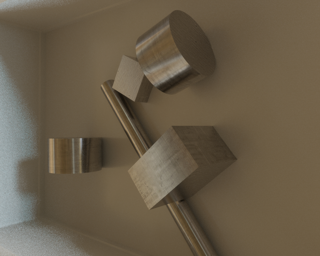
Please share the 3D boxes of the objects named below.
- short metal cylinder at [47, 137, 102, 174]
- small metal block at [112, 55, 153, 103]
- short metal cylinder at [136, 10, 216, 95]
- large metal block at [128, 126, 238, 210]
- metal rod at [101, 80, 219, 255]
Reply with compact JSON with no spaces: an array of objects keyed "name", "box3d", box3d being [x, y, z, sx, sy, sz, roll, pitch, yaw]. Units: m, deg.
[{"name":"short metal cylinder","box3d":[-0.130,0.040,0.476,0.080,0.081,0.050,-1,90,39]},{"name":"small metal block","box3d":[-0.035,-0.069,0.433,0.050,0.025,0.050,33,110,34]},{"name":"short metal cylinder","box3d":[0.019,-0.085,0.354,0.050,0.081,0.080,-26,74,37]},{"name":"large metal block","box3d":[0.026,0.042,0.348,0.080,0.081,0.050,-47,62,29]},{"name":"metal rod","box3d":[-0.006,0.052,0.409,0.025,0.025,0.299,-46,63,30]}]
